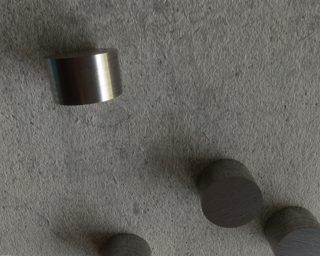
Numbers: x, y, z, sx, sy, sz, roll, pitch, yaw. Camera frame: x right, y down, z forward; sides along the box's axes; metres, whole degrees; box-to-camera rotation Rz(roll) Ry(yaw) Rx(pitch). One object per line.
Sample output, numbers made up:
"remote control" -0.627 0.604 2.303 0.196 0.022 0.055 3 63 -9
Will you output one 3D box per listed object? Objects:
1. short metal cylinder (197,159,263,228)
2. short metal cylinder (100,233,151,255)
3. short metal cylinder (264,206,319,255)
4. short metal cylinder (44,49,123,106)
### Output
"short metal cylinder" 0.095 0.090 0.430 0.081 0.050 0.079 0 110 0
"short metal cylinder" -0.054 0.210 0.473 0.081 0.050 0.079 0 110 0
"short metal cylinder" 0.203 0.164 0.459 0.081 0.050 0.079 0 110 0
"short metal cylinder" -0.086 -0.061 0.357 0.080 0.080 0.050 -5 110 2
